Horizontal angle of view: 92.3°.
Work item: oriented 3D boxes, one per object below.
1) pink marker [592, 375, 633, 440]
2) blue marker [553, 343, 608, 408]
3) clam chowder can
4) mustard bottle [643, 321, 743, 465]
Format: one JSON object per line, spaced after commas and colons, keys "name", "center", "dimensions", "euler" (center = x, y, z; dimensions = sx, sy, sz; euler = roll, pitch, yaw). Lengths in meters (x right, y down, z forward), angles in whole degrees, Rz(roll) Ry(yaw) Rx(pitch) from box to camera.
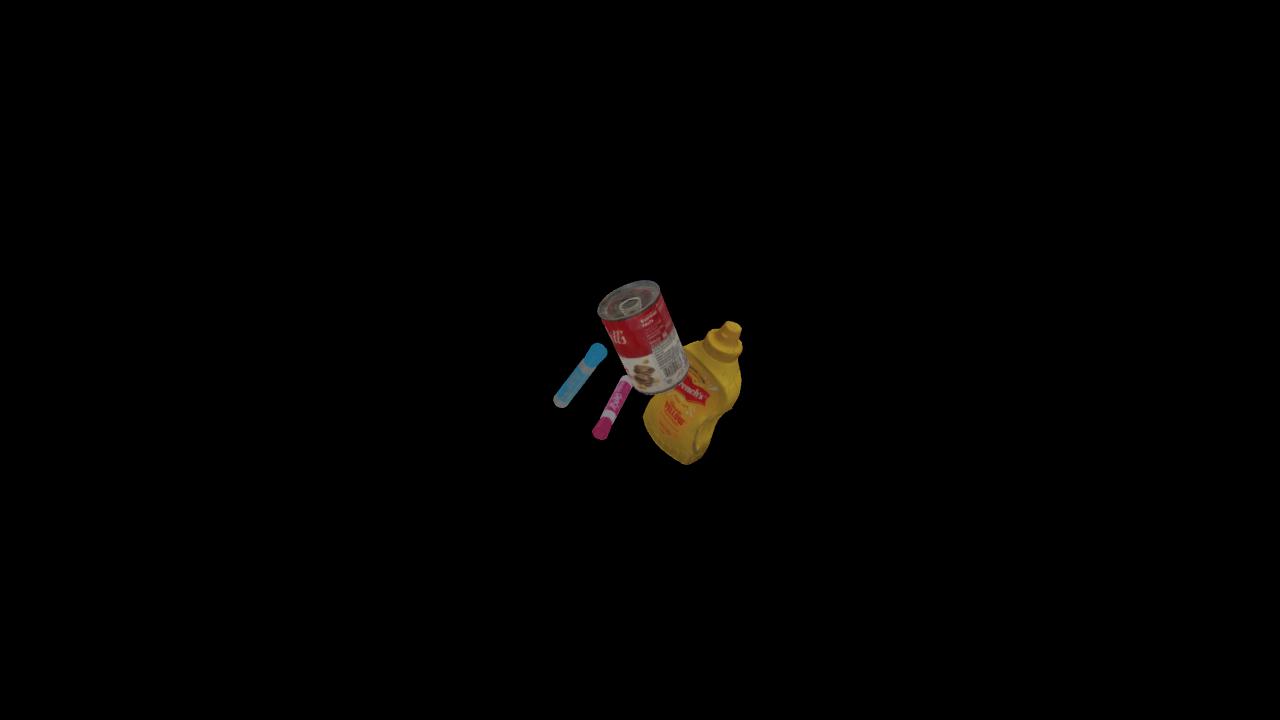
{"name": "pink marker", "center": [-0.031, 0.057, 0.743], "dimensions": [0.020, 0.020, 0.121], "euler": [0, 29, 17]}
{"name": "blue marker", "center": [-0.066, 0.017, 0.668], "dimensions": [0.020, 0.020, 0.121], "euler": [0, -30, -30]}
{"name": "clam chowder can", "center": [0.006, -0.022, 0.640], "dimensions": [0.068, 0.102, 0.068], "euler": [-18, 33, 12]}
{"name": "mustard bottle", "center": [0.068, 0.029, 0.698], "dimensions": [0.054, 0.184, 0.092], "euler": [-11, 50, -38]}
